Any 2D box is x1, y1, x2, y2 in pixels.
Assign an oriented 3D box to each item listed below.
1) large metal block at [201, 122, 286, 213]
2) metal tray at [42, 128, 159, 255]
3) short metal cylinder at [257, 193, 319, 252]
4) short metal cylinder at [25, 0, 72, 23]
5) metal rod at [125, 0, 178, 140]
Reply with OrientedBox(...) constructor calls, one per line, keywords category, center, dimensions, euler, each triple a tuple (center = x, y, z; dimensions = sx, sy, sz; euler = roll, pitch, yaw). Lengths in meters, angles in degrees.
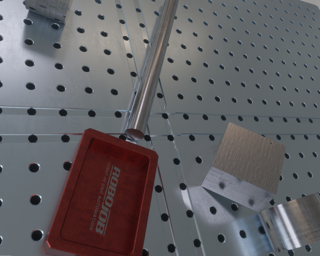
OrientedBox(category="large metal block", center=(0.110, 0.050, 0.407), dimensions=(0.080, 0.050, 0.080), euler=(24, 51, 8))
OrientedBox(category="metal tray", center=(-0.057, 0.073, 0.329), dimensions=(0.091, 0.030, 0.130), euler=(21, 54, -16))
OrientedBox(category="short metal cylinder", center=(0.172, 0.120, 0.393), dimensions=(0.081, 0.080, 0.050), euler=(-5, 65, -30))
OrientedBox(category="short metal cylinder", center=(-0.140, -0.187, 0.412), dimensions=(0.050, 0.080, 0.080), euler=(17, 55, -19))
OrientedBox(category="metal rod", center=(-0.005, -0.111, 0.473), dimensions=(0.025, 0.025, 0.300), euler=(23, 53, -14))
